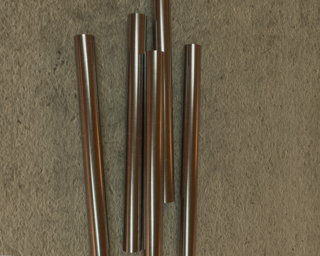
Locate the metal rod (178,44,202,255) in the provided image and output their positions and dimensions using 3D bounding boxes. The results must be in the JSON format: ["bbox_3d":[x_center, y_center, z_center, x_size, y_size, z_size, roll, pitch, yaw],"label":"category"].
[{"bbox_3d":[0.040,0.037,0.425,0.025,0.025,0.298,2,89,-20],"label":"metal rod"}]

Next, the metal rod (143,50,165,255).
[{"bbox_3d":[-0.008,0.055,0.390,0.025,0.025,0.298,0,92,-20],"label":"metal rod"}]

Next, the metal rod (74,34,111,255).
[{"bbox_3d":[-0.082,0.038,0.379,0.025,0.025,0.298,-4,92,-20],"label":"metal rod"}]

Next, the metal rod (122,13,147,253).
[{"bbox_3d":[-0.032,0.006,0.397,0.025,0.025,0.298,1,90,-20],"label":"metal rod"}]

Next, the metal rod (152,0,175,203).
[{"bbox_3d":[0.004,-0.052,0.411,0.025,0.025,0.298,-1,91,-20],"label":"metal rod"}]
